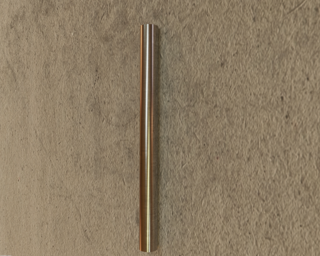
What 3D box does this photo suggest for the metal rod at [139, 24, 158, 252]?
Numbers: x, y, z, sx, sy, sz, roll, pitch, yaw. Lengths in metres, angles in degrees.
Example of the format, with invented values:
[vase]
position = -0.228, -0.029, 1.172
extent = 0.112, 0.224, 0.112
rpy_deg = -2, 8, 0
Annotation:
[metal rod]
position = -0.015, 0.013, 0.417
extent = 0.025, 0.025, 0.298
rpy_deg = 0, 90, 39
